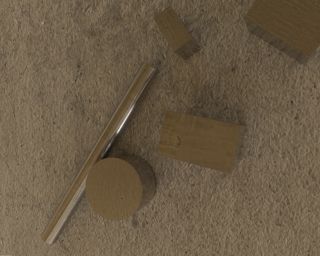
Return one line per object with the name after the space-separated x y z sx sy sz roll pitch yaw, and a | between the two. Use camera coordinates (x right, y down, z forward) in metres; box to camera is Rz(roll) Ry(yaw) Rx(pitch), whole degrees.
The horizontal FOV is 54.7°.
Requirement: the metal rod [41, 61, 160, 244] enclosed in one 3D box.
-0.089 0.042 0.440 0.025 0.025 0.299 35 101 16 | metal rod

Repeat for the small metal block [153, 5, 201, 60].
0.023 -0.117 0.388 0.025 0.050 0.050 -34 79 17 | small metal block

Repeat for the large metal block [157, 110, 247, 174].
0.053 0.013 0.361 0.080 0.080 0.050 13 95 19 | large metal block

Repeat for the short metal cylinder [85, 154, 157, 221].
-0.051 0.077 0.414 0.080 0.050 0.080 0 90 20 | short metal cylinder

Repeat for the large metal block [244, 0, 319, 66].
0.153 -0.129 0.342 0.080 0.050 0.080 39 102 15 | large metal block
